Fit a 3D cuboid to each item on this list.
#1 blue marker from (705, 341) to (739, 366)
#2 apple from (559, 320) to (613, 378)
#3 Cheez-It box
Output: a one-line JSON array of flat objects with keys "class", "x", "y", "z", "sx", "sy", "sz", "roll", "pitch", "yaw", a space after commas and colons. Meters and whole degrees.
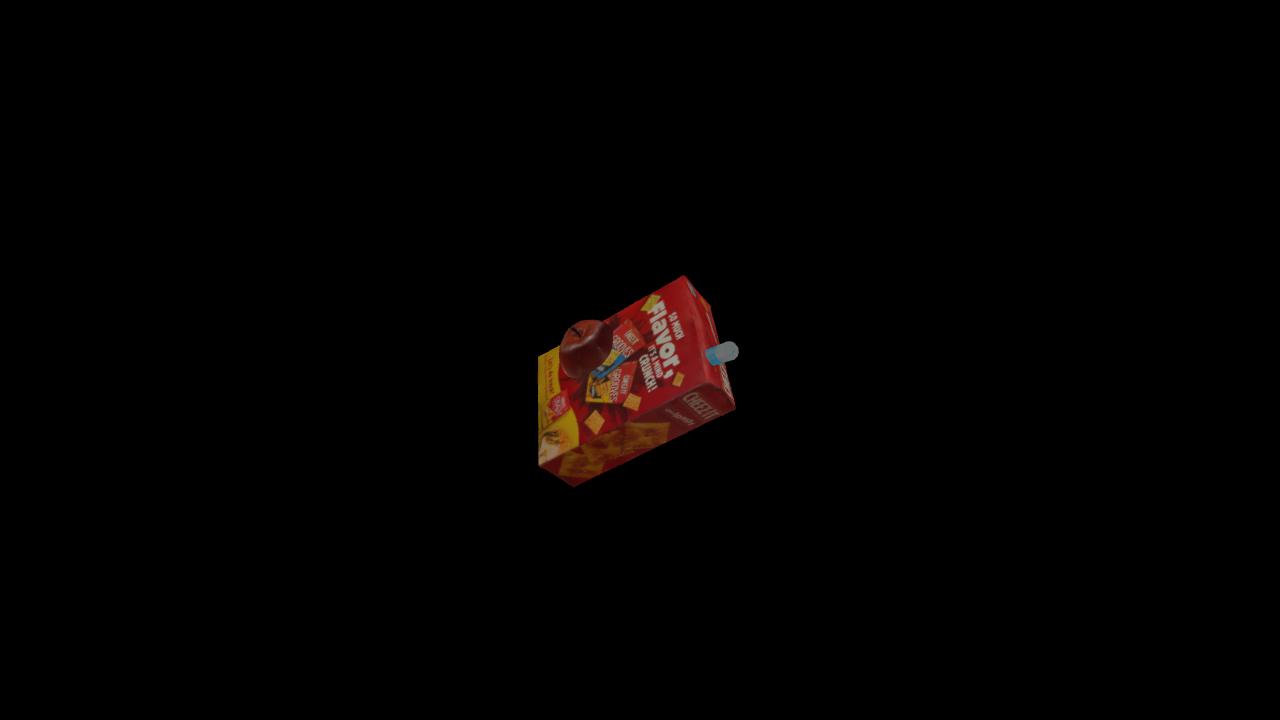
[{"class": "blue marker", "x": 0.066, "y": 0.000, "z": 0.647, "sx": 0.020, "sy": 0.020, "sz": 0.121, "roll": 0, "pitch": -9, "yaw": -21}, {"class": "apple", "x": -0.055, "y": -0.004, "z": 0.729, "sx": 0.079, "sy": 0.093, "sz": 0.079, "roll": -22, "pitch": 30, "yaw": 14}, {"class": "Cheez-It box", "x": -0.014, "y": 0.024, "z": 0.705, "sx": 0.223, "sy": 0.166, "sz": 0.071, "roll": -29, "pitch": -45, "yaw": 21}]
